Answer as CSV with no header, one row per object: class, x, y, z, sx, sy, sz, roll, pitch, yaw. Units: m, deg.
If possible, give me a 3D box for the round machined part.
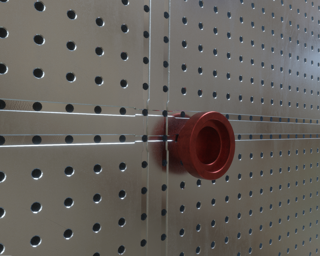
round machined part,0.063,0.025,0.454,0.099,0.042,0.097,0,90,-40
